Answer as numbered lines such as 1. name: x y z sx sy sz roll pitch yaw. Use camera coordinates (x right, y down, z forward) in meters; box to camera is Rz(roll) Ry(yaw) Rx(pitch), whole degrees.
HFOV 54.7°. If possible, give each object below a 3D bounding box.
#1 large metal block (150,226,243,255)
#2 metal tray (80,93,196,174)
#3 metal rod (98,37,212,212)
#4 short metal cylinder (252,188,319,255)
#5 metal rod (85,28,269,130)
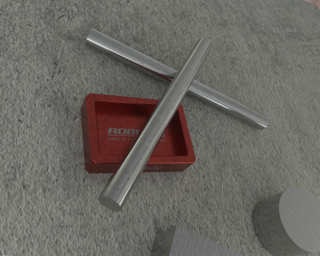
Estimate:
1. large metal block: 0.030 0.156 0.310 0.080 0.050 0.080 27 52 -12
2. metal tray: -0.027 0.008 0.382 0.131 0.030 0.090 3 60 -27
3. metal rod: 0.011 -0.029 0.389 0.025 0.025 0.301 35 51 -6
4. short metal cylinder: 0.170 0.125 0.406 0.081 0.050 0.080 14 56 -21
5. metal rod: 0.035 -0.067 0.465 0.302 0.025 0.025 24 53 -14
